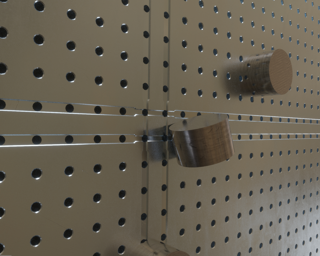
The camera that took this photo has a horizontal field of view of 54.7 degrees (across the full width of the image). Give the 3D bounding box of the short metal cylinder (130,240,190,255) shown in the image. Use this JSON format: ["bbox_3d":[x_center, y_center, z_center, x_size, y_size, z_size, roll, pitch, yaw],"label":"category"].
[{"bbox_3d":[-0.001,0.190,0.395,0.081,0.050,0.079,0,90,-40],"label":"short metal cylinder"}]

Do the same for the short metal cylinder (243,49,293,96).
[{"bbox_3d":[0.196,-0.098,0.561,0.081,0.050,0.079,0,90,-40],"label":"short metal cylinder"}]

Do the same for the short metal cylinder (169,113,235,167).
[{"bbox_3d":[0.057,0.015,0.424,0.081,0.080,0.050,-23,105,-38],"label":"short metal cylinder"}]
